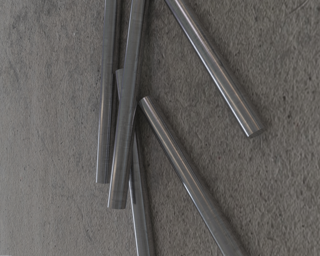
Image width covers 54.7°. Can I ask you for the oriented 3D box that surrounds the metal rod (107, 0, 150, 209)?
[{"bbox_3d":[-0.041,-0.044,0.416,0.025,0.025,0.298,3,85,40],"label":"metal rod"}]

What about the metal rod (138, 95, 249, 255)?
[{"bbox_3d":[0.050,0.084,0.363,0.025,0.025,0.299,-44,64,31],"label":"metal rod"}]

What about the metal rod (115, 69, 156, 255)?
[{"bbox_3d":[-0.033,0.065,0.432,0.025,0.025,0.298,-12,82,39],"label":"metal rod"}]

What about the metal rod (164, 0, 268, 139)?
[{"bbox_3d":[0.039,-0.121,0.372,0.025,0.025,0.299,-40,66,33],"label":"metal rod"}]

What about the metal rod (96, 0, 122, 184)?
[{"bbox_3d":[-0.077,-0.066,0.468,0.025,0.025,0.298,6,94,40],"label":"metal rod"}]
